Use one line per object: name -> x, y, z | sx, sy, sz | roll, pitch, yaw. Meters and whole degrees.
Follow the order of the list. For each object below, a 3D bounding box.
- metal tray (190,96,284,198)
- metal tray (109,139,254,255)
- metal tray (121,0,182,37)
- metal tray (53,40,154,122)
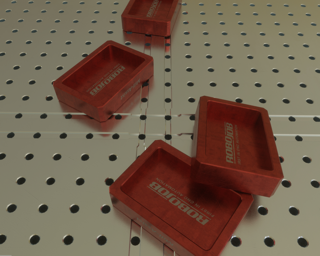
metal tray -> 0.087, 0.015, 0.367 | 0.091, 0.030, 0.130 | 12, 38, 1
metal tray -> 0.022, 0.078, 0.338 | 0.130, 0.030, 0.090 | 30, 56, 22
metal tray -> -0.012, -0.230, 0.597 | 0.090, 0.030, 0.130 | 10, 51, 8
metal tray -> -0.081, -0.076, 0.466 | 0.090, 0.030, 0.131 | 26, 55, 20
